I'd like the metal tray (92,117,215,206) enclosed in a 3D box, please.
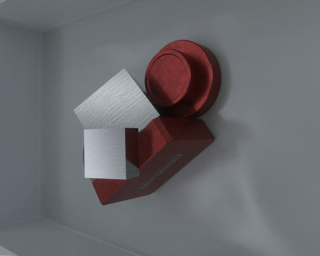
[{"bbox_3d":[-0.008,0.040,0.367,0.129,0.091,0.030,-45,63,30],"label":"metal tray"}]

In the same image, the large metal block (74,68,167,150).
[{"bbox_3d":[-0.044,-0.011,0.376,0.080,0.050,0.080,-39,64,6],"label":"large metal block"}]

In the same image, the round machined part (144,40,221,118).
[{"bbox_3d":[0.020,-0.058,0.375,0.098,0.042,0.097,0,90,39],"label":"round machined part"}]

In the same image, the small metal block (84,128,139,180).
[{"bbox_3d":[-0.050,0.026,0.320,0.050,0.025,0.050,-2,88,26],"label":"small metal block"}]

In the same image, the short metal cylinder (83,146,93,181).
[{"bbox_3d":[-0.064,0.039,0.439,0.080,0.050,0.079,0,90,39],"label":"short metal cylinder"}]
